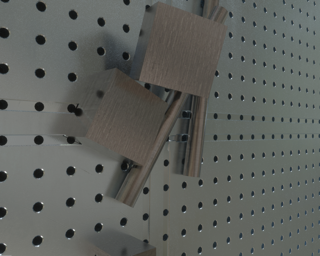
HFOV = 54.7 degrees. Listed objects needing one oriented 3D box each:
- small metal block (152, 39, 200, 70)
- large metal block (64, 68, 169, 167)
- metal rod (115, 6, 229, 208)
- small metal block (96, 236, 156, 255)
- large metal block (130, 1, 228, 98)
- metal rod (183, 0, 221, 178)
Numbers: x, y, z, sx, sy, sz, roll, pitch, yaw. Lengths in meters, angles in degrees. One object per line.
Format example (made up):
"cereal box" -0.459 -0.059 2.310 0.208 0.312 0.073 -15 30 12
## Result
"small metal block" 0.016 -0.094 0.396 0.050 0.050 0.025 -24 107 -12
"large metal block" -0.047 -0.010 0.353 0.080 0.050 0.080 32 70 -36
"metal rod" 0.022 -0.039 0.411 0.025 0.025 0.300 37 72 -34
"small metal block" -0.040 0.150 0.360 0.050 0.050 0.025 -1 91 -40
"large metal block" 0.018 -0.083 0.345 0.081 0.050 0.080 12 97 -20
"metal rod" 0.065 -0.077 0.462 0.025 0.025 0.298 13 82 -39
